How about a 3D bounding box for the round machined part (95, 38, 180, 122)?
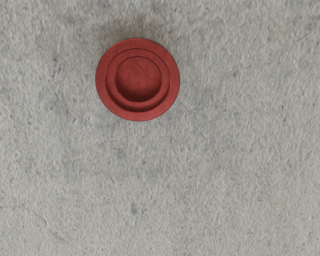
[{"bbox_3d":[-0.026,-0.060,0.378,0.099,0.042,0.097,0,110,-1],"label":"round machined part"}]
